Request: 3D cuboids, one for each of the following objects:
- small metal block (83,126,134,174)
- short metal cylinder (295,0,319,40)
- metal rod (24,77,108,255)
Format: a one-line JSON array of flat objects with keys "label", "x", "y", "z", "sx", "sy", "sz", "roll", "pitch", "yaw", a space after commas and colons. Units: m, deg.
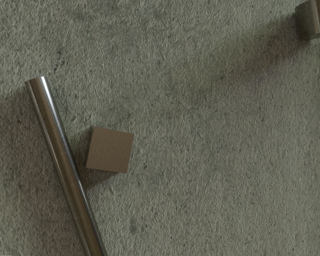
[{"label": "small metal block", "x": -0.064, "y": 0.027, "z": 0.386, "sx": 0.050, "sy": 0.025, "sz": 0.050, "roll": 12, "pitch": 86, "yaw": -20}, {"label": "short metal cylinder", "x": 0.254, "y": -0.170, "z": 0.476, "sx": 0.081, "sy": 0.080, "sz": 0.050, "roll": -13, "pitch": 95, "yaw": -20}, {"label": "metal rod", "x": -0.100, "y": 0.086, "z": 0.372, "sx": 0.025, "sy": 0.025, "sz": 0.298, "roll": -19, "pitch": 97, "yaw": -19}]
